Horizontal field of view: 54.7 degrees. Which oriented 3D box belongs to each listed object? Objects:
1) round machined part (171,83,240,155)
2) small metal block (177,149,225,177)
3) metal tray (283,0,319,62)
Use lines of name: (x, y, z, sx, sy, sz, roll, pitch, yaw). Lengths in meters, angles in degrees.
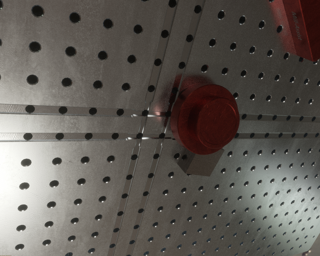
round machined part: (0.067, -0.010, 0.416, 0.099, 0.042, 0.097, -7, 105, -25)
small metal block: (0.063, 0.045, 0.476, 0.050, 0.025, 0.050, 13, 112, -34)
metal tray: (0.224, -0.169, 0.429, 0.090, 0.030, 0.130, -40, 130, -2)
